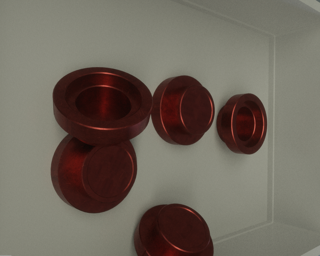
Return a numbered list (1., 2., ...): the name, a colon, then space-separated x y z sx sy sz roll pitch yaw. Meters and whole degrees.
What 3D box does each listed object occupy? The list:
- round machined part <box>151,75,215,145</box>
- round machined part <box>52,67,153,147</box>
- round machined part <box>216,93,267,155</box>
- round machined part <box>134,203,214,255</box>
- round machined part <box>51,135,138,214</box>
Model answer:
1. round machined part: 0.039 -0.025 0.430 0.099 0.042 0.097 0 90 -40
2. round machined part: -0.059 -0.018 0.324 0.099 0.098 0.042 -28 148 -37
3. round machined part: 0.131 -0.007 0.508 0.099 0.042 0.097 0 90 -40
4. round machined part: 0.021 0.132 0.378 0.099 0.098 0.042 -7 134 -40
5. round machined part: -0.064 0.046 0.343 0.099 0.042 0.097 0 90 -40
